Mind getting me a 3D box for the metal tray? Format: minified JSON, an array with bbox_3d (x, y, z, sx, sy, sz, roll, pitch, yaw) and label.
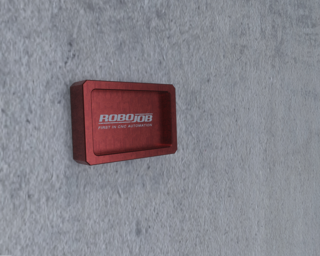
[{"bbox_3d":[-0.038,-0.009,0.371,0.131,0.030,0.089,-4,93,-40],"label":"metal tray"}]
